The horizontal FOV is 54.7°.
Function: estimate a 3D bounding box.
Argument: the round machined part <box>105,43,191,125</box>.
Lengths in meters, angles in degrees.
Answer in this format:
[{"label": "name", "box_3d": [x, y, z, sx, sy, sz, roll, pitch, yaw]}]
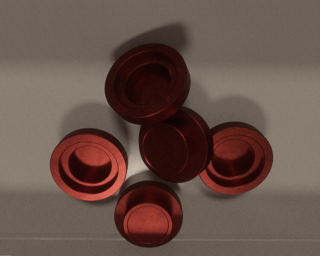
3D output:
[{"label": "round machined part", "box_3d": [-0.012, -0.047, 0.366, 0.098, 0.098, 0.042, -24, 151, 8]}]

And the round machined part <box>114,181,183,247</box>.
[{"label": "round machined part", "box_3d": [-0.016, 0.129, 0.443, 0.099, 0.042, 0.097, 0, 102, 0]}]

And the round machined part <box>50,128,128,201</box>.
[{"label": "round machined part", "box_3d": [-0.092, 0.045, 0.418, 0.099, 0.042, 0.097, 0, 110, -1]}]

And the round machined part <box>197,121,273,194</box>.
[{"label": "round machined part", "box_3d": [0.096, 0.037, 0.417, 0.099, 0.042, 0.097, 0, 110, -1]}]

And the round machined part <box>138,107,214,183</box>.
[{"label": "round machined part", "box_3d": [0.013, 0.023, 0.387, 0.098, 0.042, 0.097, 7, 103, 30]}]
